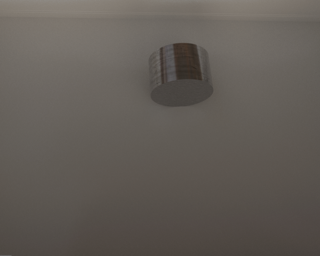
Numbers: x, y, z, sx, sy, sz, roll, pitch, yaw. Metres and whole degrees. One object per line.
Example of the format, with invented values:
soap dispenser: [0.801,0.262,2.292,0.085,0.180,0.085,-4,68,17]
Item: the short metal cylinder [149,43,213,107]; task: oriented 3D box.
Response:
short metal cylinder: [0.026,-0.067,0.405,0.081,0.080,0.050,-3,70,-2]
